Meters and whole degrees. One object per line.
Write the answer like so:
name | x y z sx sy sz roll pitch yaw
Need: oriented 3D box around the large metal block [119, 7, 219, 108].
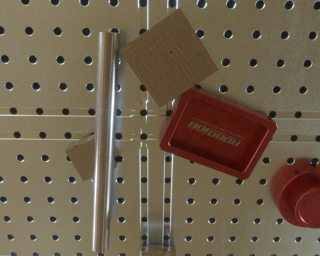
large metal block | 0.010 -0.084 0.369 0.080 0.050 0.080 -33 107 11

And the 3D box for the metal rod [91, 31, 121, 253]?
metal rod | -0.072 0.032 0.397 0.025 0.025 0.298 5 110 -2

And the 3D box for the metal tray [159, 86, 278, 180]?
metal tray | 0.075 0.006 0.413 0.131 0.030 0.089 21 109 -8

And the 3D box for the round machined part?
round machined part | 0.220 0.104 0.444 0.099 0.042 0.097 0 110 0

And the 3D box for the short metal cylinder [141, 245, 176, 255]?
short metal cylinder | -0.003 0.218 0.464 0.050 0.080 0.079 2 110 -1

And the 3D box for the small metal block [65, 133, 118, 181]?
small metal block | -0.093 0.038 0.426 0.050 0.025 0.050 -23 109 8
